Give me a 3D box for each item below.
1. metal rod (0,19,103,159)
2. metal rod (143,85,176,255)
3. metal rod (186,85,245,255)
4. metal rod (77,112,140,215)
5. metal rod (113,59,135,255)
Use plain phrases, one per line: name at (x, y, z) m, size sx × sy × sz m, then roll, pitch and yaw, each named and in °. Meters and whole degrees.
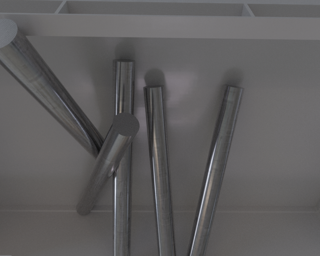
metal rod at (-0.083, 0.002, 0.329) m, size 0.025 × 0.025 × 0.299 m, roll -6°, pitch 155°, yaw 5°
metal rod at (0.004, 0.094, 0.407) m, size 0.025 × 0.025 × 0.298 m, roll -4°, pitch 105°, yaw 3°
metal rod at (0.064, 0.093, 0.407) m, size 0.025 × 0.025 × 0.298 m, roll 8°, pitch 104°, yaw -7°
metal rod at (-0.080, 0.066, 0.403) m, size 0.025 × 0.025 × 0.298 m, roll 16°, pitch 147°, yaw -13°
metal rod at (-0.048, 0.065, 0.396) m, size 0.025 × 0.025 × 0.298 m, roll 2°, pitch 110°, yaw -2°
